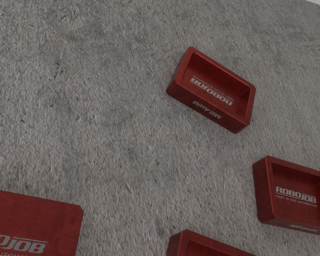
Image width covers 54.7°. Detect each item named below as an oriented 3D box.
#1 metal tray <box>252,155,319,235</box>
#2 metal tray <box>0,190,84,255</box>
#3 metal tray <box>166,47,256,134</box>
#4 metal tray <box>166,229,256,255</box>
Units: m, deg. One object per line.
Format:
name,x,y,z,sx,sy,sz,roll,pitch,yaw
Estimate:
metal tray,0.199,0.099,0.446,0.131,0.030,0.090,17,55,-19
metal tray,-0.140,0.102,0.263,0.131,0.030,0.090,17,55,-19
metal tray,0.083,-0.059,0.480,0.131,0.030,0.090,30,52,-9
metal tray,0.066,0.174,0.329,0.131,0.030,0.090,25,53,-13
